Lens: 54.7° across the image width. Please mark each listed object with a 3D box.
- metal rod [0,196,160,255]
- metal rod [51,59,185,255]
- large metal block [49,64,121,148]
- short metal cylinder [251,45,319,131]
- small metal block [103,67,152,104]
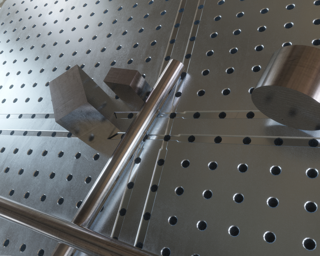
[{"bbox_3d":[-0.084,0.126,0.347,0.301,0.025,0.025,11,67,23],"label":"metal rod"},{"bbox_3d":[-0.048,0.033,0.412,0.025,0.025,0.300,20,72,35],"label":"metal rod"},{"bbox_3d":[-0.109,-0.030,0.449,0.050,0.080,0.080,-31,52,8],"label":"large metal block"},{"bbox_3d":[0.144,-0.040,0.322,0.080,0.080,0.050,21,73,35],"label":"short metal cylinder"},{"bbox_3d":[-0.046,-0.062,0.454,0.050,0.050,0.025,13,69,33],"label":"small metal block"}]
